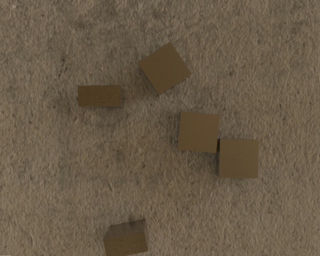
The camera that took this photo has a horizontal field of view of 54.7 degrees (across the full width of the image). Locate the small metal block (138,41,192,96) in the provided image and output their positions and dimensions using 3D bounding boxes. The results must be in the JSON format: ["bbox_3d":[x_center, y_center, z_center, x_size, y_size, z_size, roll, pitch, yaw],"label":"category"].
[{"bbox_3d":[0.006,-0.077,0.410,0.050,0.025,0.050,-33,90,0],"label":"small metal block"}]

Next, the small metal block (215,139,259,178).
[{"bbox_3d":[0.102,0.039,0.411,0.050,0.025,0.050,2,90,-1],"label":"small metal block"}]

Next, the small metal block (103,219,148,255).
[{"bbox_3d":[-0.042,0.141,0.397,0.050,0.050,0.025,-11,90,0],"label":"small metal block"}]

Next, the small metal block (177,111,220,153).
[{"bbox_3d":[0.050,0.005,0.411,0.050,0.025,0.050,5,90,-1],"label":"small metal block"}]

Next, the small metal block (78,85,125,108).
[{"bbox_3d":[-0.073,-0.039,0.397,0.050,0.050,0.025,-1,90,-1],"label":"small metal block"}]
